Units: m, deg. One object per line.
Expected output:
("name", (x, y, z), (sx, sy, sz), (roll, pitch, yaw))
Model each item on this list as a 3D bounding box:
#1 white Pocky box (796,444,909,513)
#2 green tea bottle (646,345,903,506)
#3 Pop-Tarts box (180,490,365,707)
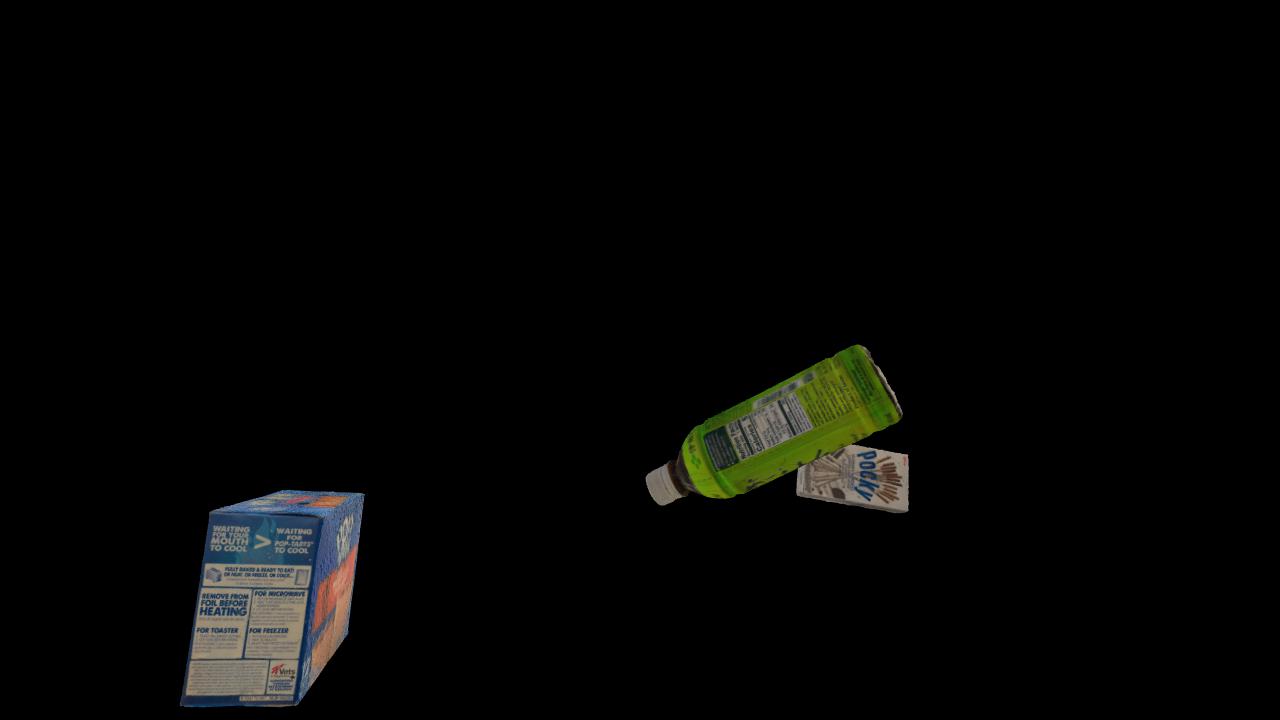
("white Pocky box", (0.300, 0.162, 0.868), (0.154, 0.084, 0.028), (10, -20, -3))
("green tea bottle", (0.100, 0.063, 0.506), (0.212, 0.073, 0.073), (-27, -8, 16))
("Pop-Tarts box", (-0.304, 0.192, 0.533), (0.083, 0.141, 0.167), (5, -8, -13))
